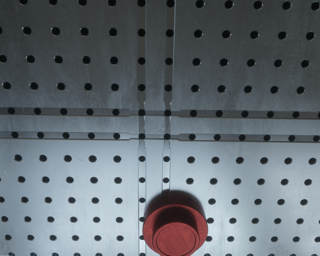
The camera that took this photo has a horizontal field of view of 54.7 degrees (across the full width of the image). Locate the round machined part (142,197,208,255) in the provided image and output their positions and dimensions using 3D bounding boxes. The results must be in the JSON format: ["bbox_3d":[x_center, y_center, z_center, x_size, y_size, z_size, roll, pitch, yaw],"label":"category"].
[{"bbox_3d":[0.023,0.155,0.462,0.099,0.042,0.097,0,110,-1],"label":"round machined part"}]
